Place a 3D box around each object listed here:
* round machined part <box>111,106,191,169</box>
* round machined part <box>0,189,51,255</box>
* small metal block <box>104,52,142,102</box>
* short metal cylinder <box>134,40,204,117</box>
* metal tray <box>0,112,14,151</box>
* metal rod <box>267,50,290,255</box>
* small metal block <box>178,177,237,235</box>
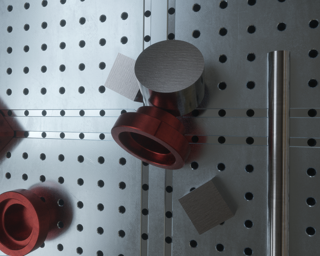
[{"bbox_3d":[-0.007,0.009,0.385,0.098,0.098,0.042,17,64,19],"label":"round machined part"},{"bbox_3d":[-0.211,0.142,0.478,0.098,0.042,0.097,0,90,20],"label":"round machined part"},{"bbox_3d":[-0.041,-0.069,0.427,0.050,0.025,0.050,28,99,17],"label":"small metal block"},{"bbox_3d":[0.014,-0.060,0.376,0.080,0.050,0.080,-4,59,6],"label":"short metal cylinder"},{"bbox_3d":[-0.315,-0.008,0.521,0.090,0.030,0.130,-44,77,14],"label":"metal tray"},{"bbox_3d":[0.139,0.061,0.363,0.025,0.025,0.298,0,90,20],"label":"metal rod"},{"bbox_3d":[0.060,0.098,0.391,0.050,0.025,0.050,-35,79,16],"label":"small metal block"}]
